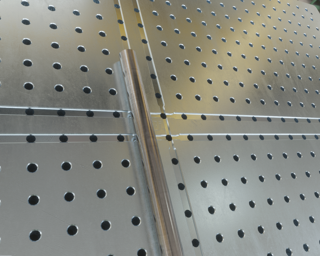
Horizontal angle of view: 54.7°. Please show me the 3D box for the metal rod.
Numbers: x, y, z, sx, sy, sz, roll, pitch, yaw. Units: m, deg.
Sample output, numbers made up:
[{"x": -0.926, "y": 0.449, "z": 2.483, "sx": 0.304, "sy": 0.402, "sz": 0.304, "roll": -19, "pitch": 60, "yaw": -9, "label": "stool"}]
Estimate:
[{"x": -0.014, "y": 0.026, "z": 0.385, "sx": 0.025, "sy": 0.025, "sz": 0.299, "roll": 0, "pitch": 62, "yaw": -28, "label": "metal rod"}]
